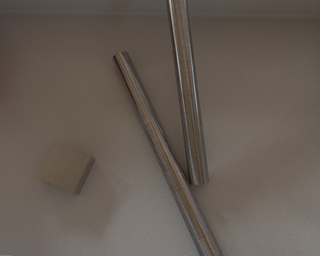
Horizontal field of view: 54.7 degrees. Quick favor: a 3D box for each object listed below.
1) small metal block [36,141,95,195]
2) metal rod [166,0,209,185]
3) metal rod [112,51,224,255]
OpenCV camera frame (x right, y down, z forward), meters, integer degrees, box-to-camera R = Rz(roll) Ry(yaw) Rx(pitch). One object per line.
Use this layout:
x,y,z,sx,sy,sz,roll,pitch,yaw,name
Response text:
-0.117,0.051,0.390,0.050,0.025,0.050,20,71,6,small metal block
0.029,-0.079,0.374,0.025,0.025,0.298,-8,95,-3,metal rod
0.003,0.027,0.399,0.025,0.025,0.299,-22,72,-8,metal rod
